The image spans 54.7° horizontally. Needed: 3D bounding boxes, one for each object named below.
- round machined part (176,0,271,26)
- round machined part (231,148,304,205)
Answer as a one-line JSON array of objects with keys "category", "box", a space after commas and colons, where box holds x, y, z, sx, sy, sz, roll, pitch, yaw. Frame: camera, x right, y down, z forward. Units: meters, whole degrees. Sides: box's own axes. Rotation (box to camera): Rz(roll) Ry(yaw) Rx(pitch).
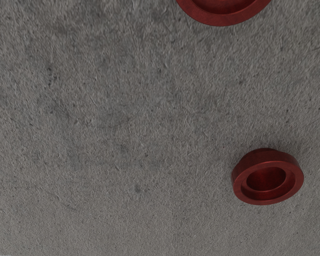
[{"category": "round machined part", "box": [0.056, -0.145, 0.273, 0.099, 0.042, 0.097, 0, 130, 0]}, {"category": "round machined part", "box": [0.153, 0.067, 0.455, 0.099, 0.042, 0.097, 0, 130, 0]}]
